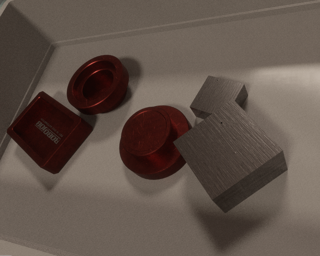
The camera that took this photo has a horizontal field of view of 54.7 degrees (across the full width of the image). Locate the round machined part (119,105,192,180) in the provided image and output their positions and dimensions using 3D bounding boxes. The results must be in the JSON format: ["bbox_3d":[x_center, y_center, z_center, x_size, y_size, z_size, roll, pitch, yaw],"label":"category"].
[{"bbox_3d":[-0.009,0.012,0.391,0.098,0.042,0.098,-13,56,21],"label":"round machined part"}]

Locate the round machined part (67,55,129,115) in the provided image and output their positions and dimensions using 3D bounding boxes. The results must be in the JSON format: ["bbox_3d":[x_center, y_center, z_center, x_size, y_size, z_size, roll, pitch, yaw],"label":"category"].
[{"bbox_3d":[-0.091,-0.061,0.478,0.098,0.042,0.098,-13,56,20],"label":"round machined part"}]

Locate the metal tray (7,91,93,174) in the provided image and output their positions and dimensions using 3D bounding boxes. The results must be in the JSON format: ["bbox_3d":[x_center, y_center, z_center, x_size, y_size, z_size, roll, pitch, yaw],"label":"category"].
[{"bbox_3d":[-0.178,0.003,0.491,0.130,0.030,0.090,30,78,37],"label":"metal tray"}]

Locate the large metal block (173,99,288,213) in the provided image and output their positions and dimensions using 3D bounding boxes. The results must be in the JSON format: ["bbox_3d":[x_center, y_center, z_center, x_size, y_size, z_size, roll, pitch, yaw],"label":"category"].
[{"bbox_3d":[0.074,0.030,0.332,0.080,0.050,0.080,-36,52,3],"label":"large metal block"}]

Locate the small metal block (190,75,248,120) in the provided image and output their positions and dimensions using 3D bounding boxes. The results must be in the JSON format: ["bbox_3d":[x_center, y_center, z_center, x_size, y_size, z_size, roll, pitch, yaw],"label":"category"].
[{"bbox_3d":[0.074,-0.034,0.387,0.050,0.025,0.050,22,73,35],"label":"small metal block"}]
